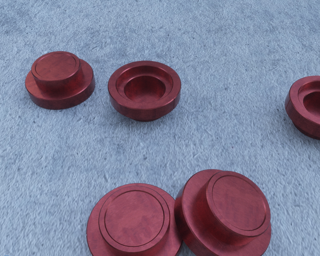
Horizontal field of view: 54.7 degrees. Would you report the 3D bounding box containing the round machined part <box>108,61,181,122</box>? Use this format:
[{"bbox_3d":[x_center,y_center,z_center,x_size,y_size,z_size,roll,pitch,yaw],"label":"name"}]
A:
[{"bbox_3d":[-0.021,-0.047,0.431,0.099,0.042,0.098,0,50,0],"label":"round machined part"}]

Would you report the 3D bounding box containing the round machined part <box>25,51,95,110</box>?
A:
[{"bbox_3d":[-0.148,-0.076,0.455,0.099,0.042,0.098,0,50,0],"label":"round machined part"}]

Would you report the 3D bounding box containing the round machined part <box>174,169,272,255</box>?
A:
[{"bbox_3d":[0.067,0.081,0.304,0.099,0.042,0.098,14,46,-15],"label":"round machined part"}]

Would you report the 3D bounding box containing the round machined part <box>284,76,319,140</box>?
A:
[{"bbox_3d":[0.216,-0.022,0.412,0.099,0.042,0.098,0,50,0],"label":"round machined part"}]

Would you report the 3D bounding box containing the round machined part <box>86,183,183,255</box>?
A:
[{"bbox_3d":[-0.024,0.097,0.310,0.099,0.042,0.098,0,50,0],"label":"round machined part"}]
